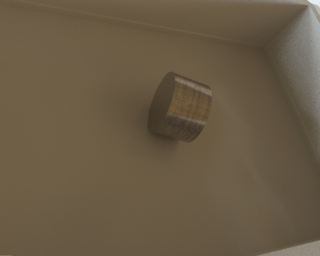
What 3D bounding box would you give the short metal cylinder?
[{"bbox_3d":[0.024,-0.026,0.398,0.050,0.080,0.080,18,55,-18],"label":"short metal cylinder"}]
